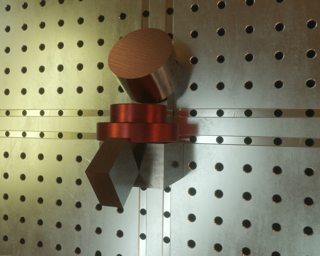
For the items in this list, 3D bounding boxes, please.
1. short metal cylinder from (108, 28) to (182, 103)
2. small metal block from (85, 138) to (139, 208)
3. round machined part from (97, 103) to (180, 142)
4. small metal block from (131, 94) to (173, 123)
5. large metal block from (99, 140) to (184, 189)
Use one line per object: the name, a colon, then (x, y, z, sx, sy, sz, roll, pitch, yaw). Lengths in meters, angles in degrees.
short metal cylinder: (-0.017, -0.078, 0.387, 0.080, 0.050, 0.080, -8, 58, 14)
small metal block: (-0.047, 0.045, 0.318, 0.025, 0.050, 0.050, 1, 129, 19)
round machined part: (-0.026, -0.007, 0.371, 0.098, 0.098, 0.042, 1, 91, 19)
small metal block: (-0.010, -0.031, 0.414, 0.050, 0.025, 0.050, 1, 90, 19)
large metal block: (-0.020, 0.041, 0.389, 0.080, 0.080, 0.050, 1, 91, 19)
